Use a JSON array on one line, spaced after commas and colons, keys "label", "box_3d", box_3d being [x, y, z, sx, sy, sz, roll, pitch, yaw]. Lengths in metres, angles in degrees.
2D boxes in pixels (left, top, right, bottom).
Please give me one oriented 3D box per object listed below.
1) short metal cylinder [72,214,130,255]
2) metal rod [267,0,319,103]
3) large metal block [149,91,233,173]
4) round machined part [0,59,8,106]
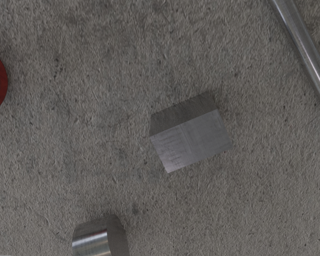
[{"label": "short metal cylinder", "box_3d": [-0.082, 0.170, 0.442, 0.050, 0.080, 0.080, -19, 109, 6]}, {"label": "metal rod", "box_3d": [0.164, -0.112, 0.370, 0.025, 0.025, 0.299, -32, 107, 11]}, {"label": "large metal block", "box_3d": [0.035, 0.002, 0.382, 0.080, 0.080, 0.050, -23, 109, 8]}, {"label": "round machined part", "box_3d": [-0.223, -0.053, 0.349, 0.099, 0.042, 0.097, -12, 108, -44]}]
